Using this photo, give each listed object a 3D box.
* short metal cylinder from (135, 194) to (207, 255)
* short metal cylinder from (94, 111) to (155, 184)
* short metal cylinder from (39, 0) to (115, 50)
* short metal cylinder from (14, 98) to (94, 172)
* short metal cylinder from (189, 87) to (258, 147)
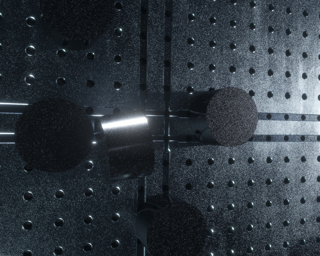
[{"bbox_3d":[0.013,0.131,0.406,0.081,0.050,0.079,0,90,-21],"label":"short metal cylinder"},{"bbox_3d":[-0.044,0.022,0.368,0.050,0.080,0.079,-9,94,-20],"label":"short metal cylinder"},{"bbox_3d":[-0.098,-0.136,0.363,0.081,0.050,0.079,0,90,-21],"label":"short metal cylinder"},{"bbox_3d":[-0.121,0.008,0.355,0.081,0.050,0.079,0,90,-21],"label":"short metal cylinder"},{"bbox_3d":[0.088,-0.015,0.433,0.081,0.050,0.079,0,90,-21],"label":"short metal cylinder"}]
